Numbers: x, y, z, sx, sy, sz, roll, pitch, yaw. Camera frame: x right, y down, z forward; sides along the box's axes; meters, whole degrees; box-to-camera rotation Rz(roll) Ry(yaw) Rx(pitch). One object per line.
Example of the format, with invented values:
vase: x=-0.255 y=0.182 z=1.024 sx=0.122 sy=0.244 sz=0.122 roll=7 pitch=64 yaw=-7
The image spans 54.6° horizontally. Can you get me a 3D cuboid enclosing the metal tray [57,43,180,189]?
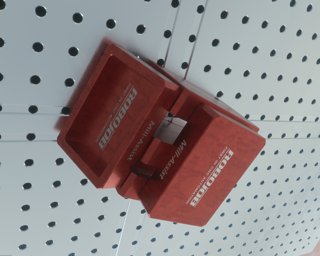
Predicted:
metal tray: x=-0.049 y=-0.012 z=0.331 sx=0.030 sy=0.090 sz=0.129 roll=12 pitch=114 yaw=-57

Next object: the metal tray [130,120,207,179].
metal tray: x=0.018 y=0.022 z=0.391 sx=0.131 sy=0.090 sz=0.030 roll=21 pitch=106 yaw=-37

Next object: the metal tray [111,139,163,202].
metal tray: x=-0.007 y=0.060 z=0.401 sx=0.131 sy=0.090 sz=0.030 roll=23 pitch=106 yaw=-37

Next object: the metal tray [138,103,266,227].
metal tray: x=0.047 y=0.046 z=0.344 sx=0.090 sy=0.030 sz=0.129 roll=23 pitch=106 yaw=-36

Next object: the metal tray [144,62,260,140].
metal tray: x=0.050 y=-0.027 z=0.378 sx=0.131 sy=0.090 sz=0.030 roll=22 pitch=107 yaw=-36
